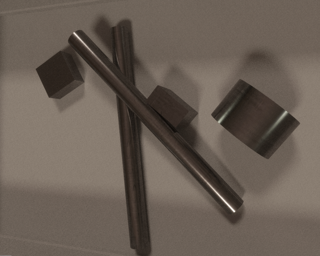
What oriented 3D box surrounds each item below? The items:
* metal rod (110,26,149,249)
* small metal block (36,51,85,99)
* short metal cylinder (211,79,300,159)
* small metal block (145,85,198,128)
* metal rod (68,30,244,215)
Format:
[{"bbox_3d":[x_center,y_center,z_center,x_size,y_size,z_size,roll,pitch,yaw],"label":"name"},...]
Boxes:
[{"bbox_3d":[-0.042,0.011,0.424,0.025,0.025,0.298,-6,88,19],"label":"metal rod"},{"bbox_3d":[-0.149,-0.078,0.461,0.050,0.025,0.050,-30,81,17],"label":"small metal block"},{"bbox_3d":[0.105,-0.010,0.344,0.080,0.080,0.050,41,103,15],"label":"short metal cylinder"},{"bbox_3d":[0.016,-0.026,0.391,0.050,0.050,0.025,42,103,15],"label":"small metal block"},{"bbox_3d":[-0.009,-0.011,0.394,0.025,0.025,0.300,-45,84,14],"label":"metal rod"}]
